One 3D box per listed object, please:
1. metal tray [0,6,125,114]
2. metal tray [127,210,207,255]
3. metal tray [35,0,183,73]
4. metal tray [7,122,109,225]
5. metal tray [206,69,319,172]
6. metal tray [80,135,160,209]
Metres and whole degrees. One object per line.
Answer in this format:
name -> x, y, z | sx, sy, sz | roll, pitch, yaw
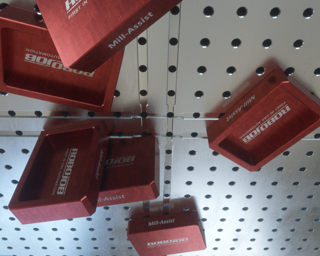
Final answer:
metal tray -> -0.111, -0.071, 0.346 | 0.131, 0.030, 0.089 | 12, 129, -11
metal tray -> 0.014, 0.200, 0.578 | 0.130, 0.030, 0.090 | -12, 129, 9
metal tray -> -0.044, -0.120, 0.268 | 0.130, 0.090, 0.030 | -32, 166, 24
metal tray -> -0.118, 0.050, 0.384 | 0.090, 0.130, 0.030 | -9, 130, 7
metal tray -> 0.137, -0.004, 0.405 | 0.090, 0.030, 0.129 | 30, 124, -23
metal tray -> -0.067, 0.059, 0.417 | 0.130, 0.090, 0.030 | -9, 129, 8
